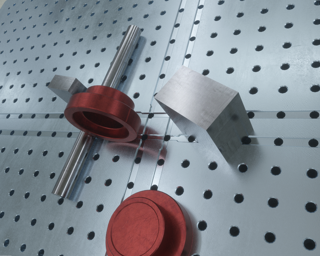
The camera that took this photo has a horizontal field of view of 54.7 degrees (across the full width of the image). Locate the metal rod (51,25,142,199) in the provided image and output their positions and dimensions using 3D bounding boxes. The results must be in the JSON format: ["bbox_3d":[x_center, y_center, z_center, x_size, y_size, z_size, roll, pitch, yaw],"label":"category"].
[{"bbox_3d":[-0.090,-0.038,0.478,0.025,0.025,0.300,6,64,31],"label":"metal rod"}]

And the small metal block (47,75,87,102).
[{"bbox_3d":[-0.144,-0.060,0.505,0.050,0.050,0.025,13,69,33],"label":"small metal block"}]

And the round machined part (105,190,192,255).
[{"bbox_3d":[-0.018,0.114,0.337,0.098,0.042,0.098,-13,56,21],"label":"round machined part"}]

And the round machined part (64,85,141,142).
[{"bbox_3d":[-0.072,-0.021,0.412,0.098,0.098,0.042,1,63,29],"label":"round machined part"}]

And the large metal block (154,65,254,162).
[{"bbox_3d":[0.052,-0.016,0.356,0.050,0.080,0.080,-49,52,-6],"label":"large metal block"}]
